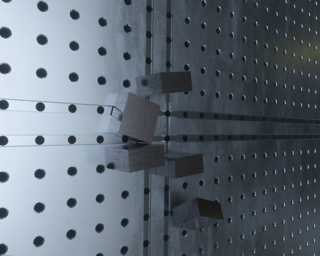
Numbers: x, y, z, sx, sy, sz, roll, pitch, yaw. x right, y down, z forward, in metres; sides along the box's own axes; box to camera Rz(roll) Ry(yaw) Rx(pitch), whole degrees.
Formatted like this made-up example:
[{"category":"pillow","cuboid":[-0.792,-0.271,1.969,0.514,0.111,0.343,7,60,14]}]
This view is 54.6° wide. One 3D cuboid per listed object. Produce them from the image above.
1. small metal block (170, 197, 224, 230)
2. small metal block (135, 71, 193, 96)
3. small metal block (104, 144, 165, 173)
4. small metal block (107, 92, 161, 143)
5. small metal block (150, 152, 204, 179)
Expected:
[{"category":"small metal block","cuboid":[0.051,0.121,0.431,0.050,0.050,0.025,22,46,-38]},{"category":"small metal block","cuboid":[0.005,-0.056,0.396,0.050,0.050,0.025,-11,97,-39]},{"category":"small metal block","cuboid":[-0.030,0.034,0.367,0.050,0.050,0.025,-6,94,-40]},{"category":"small metal block","cuboid":[-0.031,-0.012,0.382,0.050,0.025,0.050,21,77,-38]},{"category":"small metal block","cuboid":[0.022,0.048,0.410,0.050,0.050,0.025,-4,93,-40]}]
